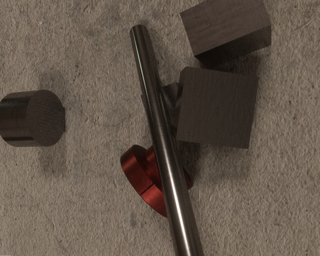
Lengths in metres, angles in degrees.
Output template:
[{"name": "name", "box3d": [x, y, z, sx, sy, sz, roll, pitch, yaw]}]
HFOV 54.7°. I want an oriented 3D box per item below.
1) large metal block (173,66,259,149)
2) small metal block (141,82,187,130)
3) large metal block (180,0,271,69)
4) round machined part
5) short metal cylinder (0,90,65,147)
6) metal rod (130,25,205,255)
[{"name": "large metal block", "box3d": [0.061, -0.023, 0.359, 0.081, 0.050, 0.079, 7, 93, -4]}, {"name": "small metal block", "box3d": [0.009, -0.027, 0.405, 0.050, 0.025, 0.050, -18, 84, 18]}, {"name": "large metal block", "box3d": [0.078, -0.112, 0.352, 0.080, 0.080, 0.050, -19, 84, 18]}, {"name": "round machined part", "box3d": [0.002, 0.056, 0.369, 0.042, 0.098, 0.098, -42, 77, 7]}, {"name": "short metal cylinder", "box3d": [-0.181, -0.013, 0.442, 0.050, 0.080, 0.079, -2, 89, 20]}, {"name": "metal rod", "box3d": [0.000, -0.004, 0.345, 0.025, 0.025, 0.299, -24, 58, 18]}]
